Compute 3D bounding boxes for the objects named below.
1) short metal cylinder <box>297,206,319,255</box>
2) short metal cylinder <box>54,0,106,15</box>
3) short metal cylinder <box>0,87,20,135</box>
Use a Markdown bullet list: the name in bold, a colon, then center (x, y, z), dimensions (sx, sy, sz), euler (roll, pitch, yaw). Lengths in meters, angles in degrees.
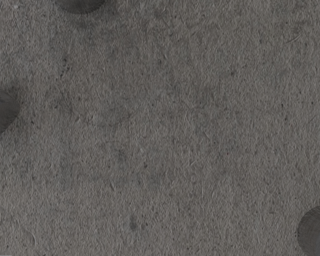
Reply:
- **short metal cylinder**: center (0.228, 0.145, 0.399), dimensions (0.081, 0.050, 0.080), euler (0, 90, 0)
- **short metal cylinder**: center (-0.109, -0.194, 0.396), dimensions (0.081, 0.050, 0.080), euler (0, 90, 0)
- **short metal cylinder**: center (-0.224, -0.019, 0.381), dimensions (0.050, 0.080, 0.080), euler (40, 90, 0)
